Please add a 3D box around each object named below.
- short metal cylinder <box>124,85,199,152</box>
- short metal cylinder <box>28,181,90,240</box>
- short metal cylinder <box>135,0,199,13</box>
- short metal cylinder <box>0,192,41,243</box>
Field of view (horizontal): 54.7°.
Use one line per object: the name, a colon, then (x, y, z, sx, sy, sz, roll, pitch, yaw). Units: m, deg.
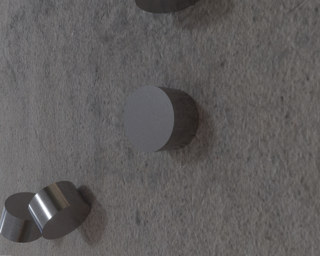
short metal cylinder: (0.001, -0.011, 0.386, 0.080, 0.050, 0.079, 0, 90, 39)
short metal cylinder: (-0.162, 0.132, 0.499, 0.050, 0.081, 0.080, 44, 116, 31)
short metal cylinder: (0.007, -0.177, 0.361, 0.080, 0.081, 0.050, -13, 82, 39)
short metal cylinder: (-0.247, 0.162, 0.569, 0.080, 0.081, 0.050, 34, 111, 34)
